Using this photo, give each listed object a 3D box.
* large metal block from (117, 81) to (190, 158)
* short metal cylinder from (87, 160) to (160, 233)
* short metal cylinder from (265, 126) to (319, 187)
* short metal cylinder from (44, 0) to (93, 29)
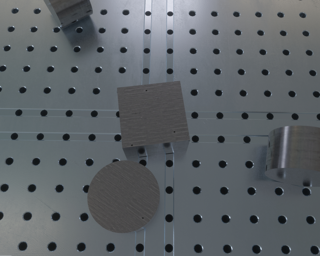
[{"bbox_3d":[-0.009,-0.010,0.402,0.081,0.050,0.080,-7,70,-3],"label":"large metal block"},{"bbox_3d":[-0.040,0.083,0.368,0.081,0.050,0.080,0,70,0],"label":"short metal cylinder"},{"bbox_3d":[0.170,0.036,0.371,0.080,0.080,0.050,11,71,4],"label":"short metal cylinder"},{"bbox_3d":[-0.141,-0.193,0.452,0.050,0.080,0.080,-32,73,-11],"label":"short metal cylinder"}]
